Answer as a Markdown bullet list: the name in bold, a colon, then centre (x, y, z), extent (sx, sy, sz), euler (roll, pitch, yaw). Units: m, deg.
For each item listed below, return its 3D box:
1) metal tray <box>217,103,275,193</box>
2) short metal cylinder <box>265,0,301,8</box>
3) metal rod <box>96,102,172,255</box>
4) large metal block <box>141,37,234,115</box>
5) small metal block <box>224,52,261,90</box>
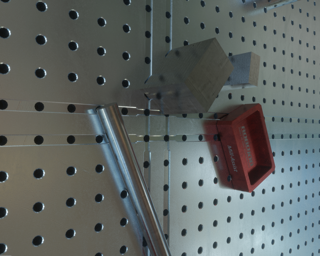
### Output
- **metal tray**: centre (0.150, 0.033, 0.531), extent (0.091, 0.030, 0.129), euler (-29, 108, -36)
- **short metal cylinder**: centre (0.235, -0.276, 0.589), extent (0.081, 0.050, 0.080), euler (0, 90, -40)
- **metal rod**: centre (-0.017, 0.112, 0.395), extent (0.025, 0.025, 0.298), euler (-29, 108, -36)
- **large metal block**: centre (0.036, -0.065, 0.403), extent (0.050, 0.080, 0.080), euler (49, 61, -29)
- **small metal block**: centre (0.132, -0.092, 0.503), extent (0.025, 0.050, 0.050), euler (12, 82, -40)
